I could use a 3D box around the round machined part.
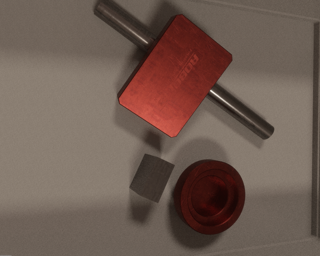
[{"bbox_3d":[0.064,0.092,0.427,0.099,0.042,0.097,0,90,-21],"label":"round machined part"}]

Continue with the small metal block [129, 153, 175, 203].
[{"bbox_3d":[-0.011,0.062,0.394,0.025,0.050,0.050,27,81,-18],"label":"small metal block"}]

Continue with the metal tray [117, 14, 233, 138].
[{"bbox_3d":[0.018,-0.064,0.395,0.090,0.030,0.130,34,97,-17],"label":"metal tray"}]

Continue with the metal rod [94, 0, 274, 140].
[{"bbox_3d":[0.045,-0.072,0.428,0.301,0.025,0.025,34,79,-17],"label":"metal rod"}]
